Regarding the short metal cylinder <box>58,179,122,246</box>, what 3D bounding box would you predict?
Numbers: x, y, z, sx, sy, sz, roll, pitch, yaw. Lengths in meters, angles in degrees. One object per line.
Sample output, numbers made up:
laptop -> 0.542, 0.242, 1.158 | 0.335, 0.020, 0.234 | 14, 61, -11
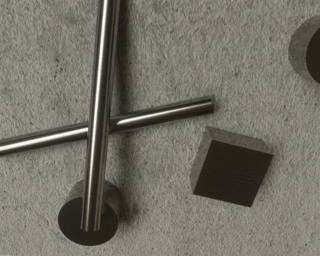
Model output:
short metal cylinder -> -0.096, 0.118, 0.439 | 0.081, 0.050, 0.079 | 0, 110, 0

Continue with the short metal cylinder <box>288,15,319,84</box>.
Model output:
short metal cylinder -> 0.201, -0.092, 0.364 | 0.081, 0.050, 0.079 | 0, 110, 0

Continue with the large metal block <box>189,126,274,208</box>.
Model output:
large metal block -> 0.092, 0.051, 0.416 | 0.080, 0.050, 0.079 | 14, 110, -6

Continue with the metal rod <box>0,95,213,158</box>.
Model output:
metal rod -> -0.081, 0.000, 0.408 | 0.302, 0.025, 0.025 | -12, 110, 4

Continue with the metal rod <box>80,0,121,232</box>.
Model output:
metal rod -> -0.072, -0.020, 0.372 | 0.025, 0.025, 0.298 | 6, 99, -3
